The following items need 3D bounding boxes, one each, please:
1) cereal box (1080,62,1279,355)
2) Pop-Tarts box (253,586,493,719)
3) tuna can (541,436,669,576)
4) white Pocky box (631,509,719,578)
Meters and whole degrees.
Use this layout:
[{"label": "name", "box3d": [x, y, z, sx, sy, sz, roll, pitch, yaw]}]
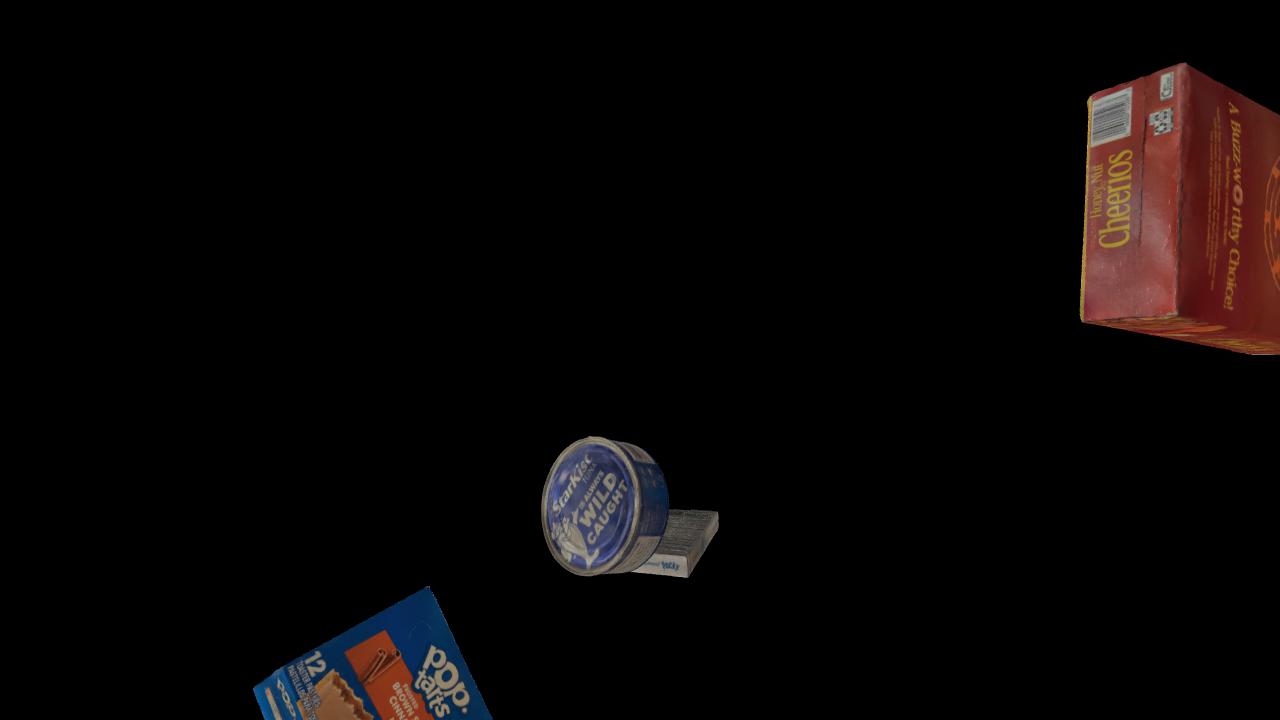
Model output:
[{"label": "cereal box", "box3d": [0.529, -0.117, 0.558, 0.306, 0.203, 0.081, 5, -3, -25]}, {"label": "Pop-Tarts box", "box3d": [-0.224, 0.316, 0.540, 0.083, 0.167, 0.141, -36, -12, 34]}, {"label": "tuna can", "box3d": [-0.023, 0.092, 0.389, 0.084, 0.084, 0.034, 0, -12, 41]}, {"label": "white Pocky box", "box3d": [0.037, 0.210, 0.724, 0.084, 0.028, 0.154, -2, 3, 19]}]
